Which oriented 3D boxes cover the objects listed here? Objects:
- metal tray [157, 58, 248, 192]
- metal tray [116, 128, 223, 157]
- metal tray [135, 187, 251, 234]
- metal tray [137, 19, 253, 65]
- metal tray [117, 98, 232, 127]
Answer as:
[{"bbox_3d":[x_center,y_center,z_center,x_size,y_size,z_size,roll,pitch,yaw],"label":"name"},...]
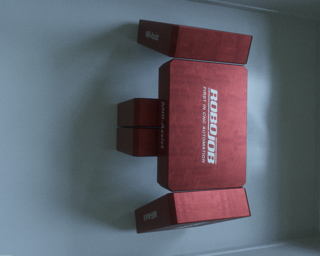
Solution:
[{"bbox_3d":[0.045,-0.002,0.327,0.091,0.030,0.129,1,90,-21],"label":"metal tray"},{"bbox_3d":[0.020,0.015,0.382,0.131,0.090,0.030,1,90,-20],"label":"metal tray"},{"bbox_3d":[0.031,0.099,0.363,0.091,0.129,0.030,1,68,-21],"label":"metal tray"},{"bbox_3d":[0.033,-0.104,0.364,0.091,0.130,0.030,1,110,-20],"label":"metal tray"},{"bbox_3d":[0.021,-0.016,0.382,0.131,0.090,0.030,1,90,-20],"label":"metal tray"}]
